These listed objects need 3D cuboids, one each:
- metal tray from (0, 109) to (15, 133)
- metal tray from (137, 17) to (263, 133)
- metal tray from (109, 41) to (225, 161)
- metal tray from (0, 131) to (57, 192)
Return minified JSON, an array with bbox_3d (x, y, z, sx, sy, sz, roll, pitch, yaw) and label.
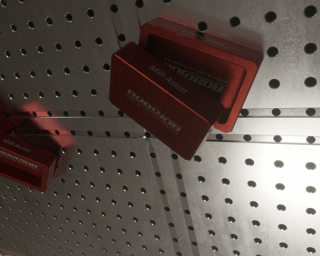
[{"bbox_3d":[-0.335,-0.029,0.563,0.090,0.030,0.130,-25,105,36],"label":"metal tray"},{"bbox_3d":[0.036,-0.059,0.350,0.130,0.030,0.089,24,127,13],"label":"metal tray"},{"bbox_3d":[0.001,-0.028,0.358,0.130,0.030,0.090,37,149,11],"label":"metal tray"},{"bbox_3d":[-0.255,0.058,0.550,0.131,0.030,0.089,24,134,-4],"label":"metal tray"}]
